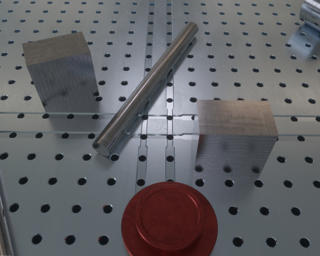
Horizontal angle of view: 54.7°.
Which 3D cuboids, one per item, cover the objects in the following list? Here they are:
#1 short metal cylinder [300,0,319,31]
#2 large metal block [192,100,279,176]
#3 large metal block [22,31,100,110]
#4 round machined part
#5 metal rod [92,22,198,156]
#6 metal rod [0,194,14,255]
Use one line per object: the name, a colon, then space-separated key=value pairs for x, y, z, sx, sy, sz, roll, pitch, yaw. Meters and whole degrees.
short metal cylinder: x=0.301 y=-0.217 z=0.557 sx=0.081 sy=0.080 sz=0.050 roll=-26 pitch=55 yaw=-20
large metal block: x=0.081 y=0.013 z=0.361 sx=0.081 sy=0.080 sz=0.050 roll=1 pitch=50 yaw=0
large metal block: x=-0.137 y=-0.081 z=0.439 sx=0.081 sy=0.080 sz=0.050 roll=-17 pitch=52 yaw=-14
round machined part: x=0.010 y=0.097 z=0.315 sx=0.099 sy=0.042 sz=0.098 roll=0 pitch=50 yaw=0
metal rod: x=-0.008 y=-0.077 z=0.471 sx=0.025 sy=0.025 sz=0.301 roll=21 pitch=53 yaw=16
metal rod: x=-0.185 y=0.084 z=0.335 sx=0.025 sy=0.025 sz=0.300 roll=-22 pitch=54 yaw=-18
